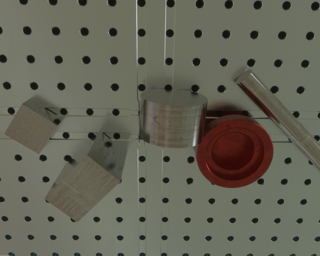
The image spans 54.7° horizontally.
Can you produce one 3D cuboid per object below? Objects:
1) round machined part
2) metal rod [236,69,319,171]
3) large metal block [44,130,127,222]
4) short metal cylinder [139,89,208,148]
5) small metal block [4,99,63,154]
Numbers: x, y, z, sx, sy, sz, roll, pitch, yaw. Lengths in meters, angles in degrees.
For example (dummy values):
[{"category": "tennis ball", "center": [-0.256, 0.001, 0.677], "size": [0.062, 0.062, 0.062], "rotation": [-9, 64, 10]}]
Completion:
[{"category": "round machined part", "center": [0.096, 0.028, 0.416], "size": [0.099, 0.042, 0.097], "rotation": [0, 110, -1]}, {"category": "metal rod", "center": [0.213, 0.033, 0.428], "size": [0.300, 0.025, 0.025], "rotation": [42, 104, -14]}, {"category": "large metal block", "center": [-0.093, 0.060, 0.405], "size": [0.050, 0.080, 0.080], "rotation": [42, 104, -14]}, {"category": "short metal cylinder", "center": [0.015, -0.014, 0.379], "size": [0.081, 0.080, 0.050], "rotation": [3, 110, -2]}, {"category": "small metal block", "center": [-0.167, -0.002, 0.410], "size": [0.050, 0.025, 0.050], "rotation": [34, 106, -12]}]
